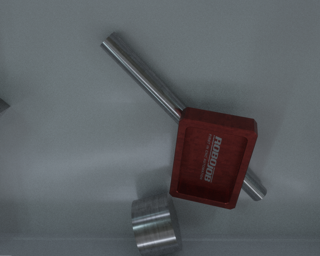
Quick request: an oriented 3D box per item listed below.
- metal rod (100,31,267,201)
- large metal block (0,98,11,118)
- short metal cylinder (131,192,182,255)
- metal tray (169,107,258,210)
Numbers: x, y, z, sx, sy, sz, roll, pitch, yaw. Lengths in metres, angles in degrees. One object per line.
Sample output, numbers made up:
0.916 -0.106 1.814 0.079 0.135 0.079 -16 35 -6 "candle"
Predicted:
0.040 -0.006 0.409 0.025 0.025 0.300 -42 105 13 "metal rod"
-0.244 -0.005 0.377 0.080 0.080 0.050 -42 105 14 "large metal block"
-0.003 0.135 0.432 0.050 0.080 0.080 -15 110 5 "short metal cylinder"
0.065 0.042 0.399 0.090 0.030 0.129 11 124 8 "metal tray"
